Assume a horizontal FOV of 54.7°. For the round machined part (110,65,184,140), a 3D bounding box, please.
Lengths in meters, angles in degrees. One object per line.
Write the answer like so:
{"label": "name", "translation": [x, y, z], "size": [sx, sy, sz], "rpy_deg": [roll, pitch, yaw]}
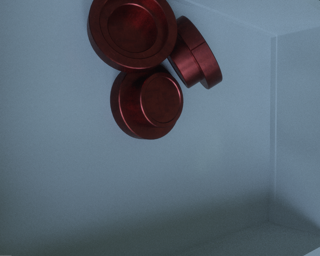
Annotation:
{"label": "round machined part", "translation": [-0.009, -0.034, 0.388], "size": [0.099, 0.042, 0.097], "rpy_deg": [0, 90, -40]}

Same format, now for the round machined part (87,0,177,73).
{"label": "round machined part", "translation": [-0.033, -0.110, 0.353], "size": [0.099, 0.042, 0.097], "rpy_deg": [2, 84, -19]}

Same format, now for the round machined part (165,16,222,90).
{"label": "round machined part", "translation": [0.036, -0.091, 0.401], "size": [0.042, 0.098, 0.098], "rpy_deg": [-33, 116, 4]}
